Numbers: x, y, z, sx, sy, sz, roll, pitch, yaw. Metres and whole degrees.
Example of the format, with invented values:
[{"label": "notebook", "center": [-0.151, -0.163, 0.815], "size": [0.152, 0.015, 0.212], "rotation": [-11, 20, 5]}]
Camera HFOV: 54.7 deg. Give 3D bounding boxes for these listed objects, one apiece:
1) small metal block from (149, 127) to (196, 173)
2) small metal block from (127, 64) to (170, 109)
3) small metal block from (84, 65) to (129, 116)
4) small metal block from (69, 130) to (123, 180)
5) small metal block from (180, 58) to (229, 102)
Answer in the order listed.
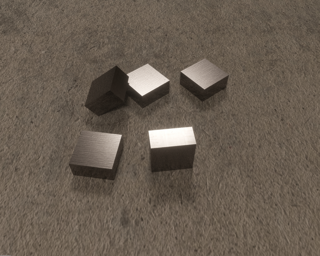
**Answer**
[{"label": "small metal block", "center": [0.013, 0.026, 0.365], "size": [0.050, 0.050, 0.025], "rotation": [-5, 51, -5]}, {"label": "small metal block", "center": [-0.022, -0.063, 0.456], "size": [0.050, 0.025, 0.050], "rotation": [-33, 58, -25]}, {"label": "small metal block", "center": [-0.073, -0.051, 0.428], "size": [0.050, 0.025, 0.050], "rotation": [-25, 42, 31]}, {"label": "small metal block", "center": [-0.075, 0.032, 0.375], "size": [0.050, 0.025, 0.050], "rotation": [7, 50, 5]}, {"label": "small metal block", "center": [0.066, -0.073, 0.465], "size": [0.050, 0.025, 0.050], "rotation": [-32, 57, -24]}]
